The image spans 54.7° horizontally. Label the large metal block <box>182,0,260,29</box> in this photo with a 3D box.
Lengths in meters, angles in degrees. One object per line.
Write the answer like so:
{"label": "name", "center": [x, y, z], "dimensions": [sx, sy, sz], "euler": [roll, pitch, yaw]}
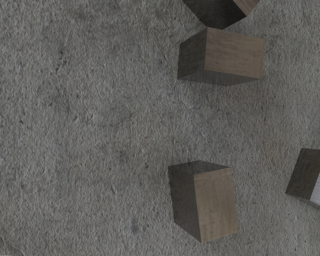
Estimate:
{"label": "large metal block", "center": [0.078, -0.180, 0.408], "dimensions": [0.080, 0.080, 0.050], "euler": [42, 77, -15]}

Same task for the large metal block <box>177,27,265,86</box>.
{"label": "large metal block", "center": [0.077, -0.089, 0.408], "dimensions": [0.081, 0.080, 0.050], "euler": [5, 89, -20]}

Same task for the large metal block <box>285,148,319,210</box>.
{"label": "large metal block", "center": [0.259, 0.086, 0.491], "dimensions": [0.080, 0.050, 0.080], "euler": [27, 81, -18]}

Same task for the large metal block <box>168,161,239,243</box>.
{"label": "large metal block", "center": [0.052, 0.089, 0.399], "dimensions": [0.050, 0.080, 0.080], "euler": [-8, 93, -20]}
